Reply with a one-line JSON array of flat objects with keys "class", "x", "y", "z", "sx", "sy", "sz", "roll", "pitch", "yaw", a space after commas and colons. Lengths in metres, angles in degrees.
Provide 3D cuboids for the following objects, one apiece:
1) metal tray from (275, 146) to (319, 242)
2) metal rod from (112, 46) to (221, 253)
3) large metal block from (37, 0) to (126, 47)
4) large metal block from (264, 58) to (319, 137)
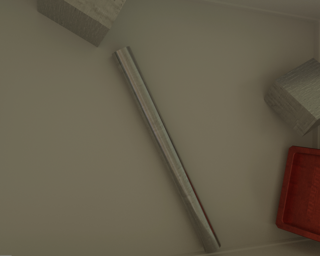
[{"class": "metal tray", "x": 0.232, "y": 0.097, "z": 0.461, "sx": 0.030, "sy": 0.090, "sz": 0.129, "roll": 16, "pitch": 84, "yaw": -43}, {"class": "metal rod", "x": 0.013, "y": 0.035, "z": 0.416, "sx": 0.025, "sy": 0.025, "sz": 0.299, "roll": -28, "pitch": 100, "yaw": -18}, {"class": "large metal block", "x": -0.088, "y": -0.143, "z": 0.349, "sx": 0.080, "sy": 0.080, "sz": 0.050, "roll": 29, "pitch": 81, "yaw": -18}, {"class": "large metal block", "x": 0.220, "y": -0.046, "z": 0.461, "sx": 0.080, "sy": 0.050, "sz": 0.080, "roll": -29, "pitch": 65, "yaw": -18}]
